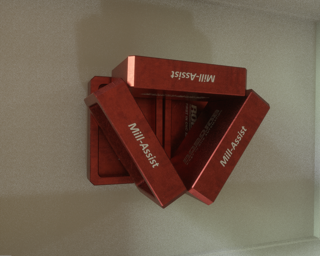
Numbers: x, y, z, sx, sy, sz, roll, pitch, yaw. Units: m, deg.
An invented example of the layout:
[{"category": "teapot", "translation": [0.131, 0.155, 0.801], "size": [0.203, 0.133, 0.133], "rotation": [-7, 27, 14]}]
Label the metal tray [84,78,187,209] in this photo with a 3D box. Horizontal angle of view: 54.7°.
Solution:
[{"category": "metal tray", "translation": [-0.030, 0.016, 0.331], "size": [0.030, 0.090, 0.130], "rotation": [-33, 101, -16]}]

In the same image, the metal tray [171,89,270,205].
[{"category": "metal tray", "translation": [0.061, 0.018, 0.364], "size": [0.030, 0.090, 0.130], "rotation": [37, 79, -16]}]

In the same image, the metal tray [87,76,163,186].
[{"category": "metal tray", "translation": [-0.044, 0.003, 0.391], "size": [0.091, 0.030, 0.129], "rotation": [0, 89, -20]}]

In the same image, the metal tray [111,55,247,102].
[{"category": "metal tray", "translation": [0.018, -0.051, 0.348], "size": [0.131, 0.090, 0.030], "rotation": [2, 90, -20]}]

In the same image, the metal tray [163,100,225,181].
[{"category": "metal tray", "translation": [0.043, 0.005, 0.422], "size": [0.091, 0.030, 0.129], "rotation": [1, 89, -20]}]
